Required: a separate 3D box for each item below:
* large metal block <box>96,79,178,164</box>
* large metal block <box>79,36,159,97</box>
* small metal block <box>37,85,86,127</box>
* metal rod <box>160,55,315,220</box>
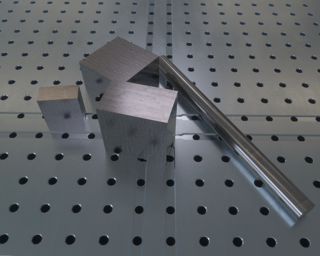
[{"bbox_3d":[-0.025,-0.006,0.377,0.080,0.080,0.050,11,51,9],"label":"large metal block"},{"bbox_3d":[-0.058,-0.083,0.460,0.080,0.050,0.080,31,57,23],"label":"large metal block"},{"bbox_3d":[-0.130,-0.029,0.415,0.050,0.050,0.025,-5,50,-4],"label":"small metal block"},{"bbox_3d":[0.079,-0.007,0.414,0.025,0.025,0.300,-25,54,-20],"label":"metal rod"}]
